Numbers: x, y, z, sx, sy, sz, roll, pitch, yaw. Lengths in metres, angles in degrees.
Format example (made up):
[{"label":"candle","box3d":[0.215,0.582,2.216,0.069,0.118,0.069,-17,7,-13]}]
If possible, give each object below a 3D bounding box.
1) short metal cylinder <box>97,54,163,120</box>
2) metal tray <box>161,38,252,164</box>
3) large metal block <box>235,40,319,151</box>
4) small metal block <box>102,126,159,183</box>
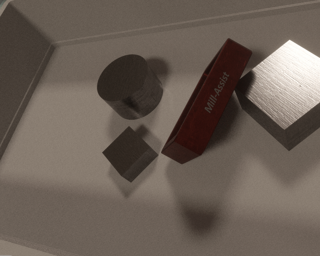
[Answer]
[{"label":"short metal cylinder","box3d":[-0.042,-0.059,0.446,0.080,0.050,0.080,-13,56,20]},{"label":"metal tray","box3d":[0.050,-0.026,0.353,0.030,0.090,0.130,29,74,-2]},{"label":"large metal block","box3d":[0.141,-0.036,0.338,0.080,0.050,0.080,-39,51,2]},{"label":"small metal block","box3d":[-0.039,0.034,0.404,0.050,0.025,0.050,-45,51,-4]}]
